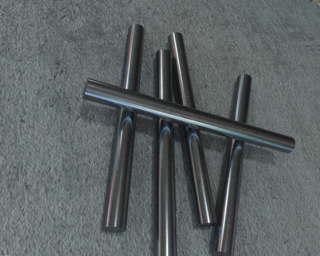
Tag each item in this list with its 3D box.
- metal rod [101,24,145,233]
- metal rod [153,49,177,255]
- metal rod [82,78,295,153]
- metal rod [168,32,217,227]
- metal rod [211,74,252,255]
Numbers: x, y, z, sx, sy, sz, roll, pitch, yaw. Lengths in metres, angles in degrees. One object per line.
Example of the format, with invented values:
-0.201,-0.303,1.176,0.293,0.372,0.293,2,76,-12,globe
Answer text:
-0.041,-0.023,0.395,0.025,0.025,0.300,16,55,-20,metal rod
0.006,0.016,0.396,0.025,0.025,0.299,14,56,-21,metal rod
0.053,-0.010,0.404,0.302,0.025,0.025,14,56,-20,metal rod
0.040,-0.017,0.435,0.025,0.025,0.299,8,58,-24,metal rod
0.108,0.031,0.442,0.025,0.025,0.300,27,52,-12,metal rod
